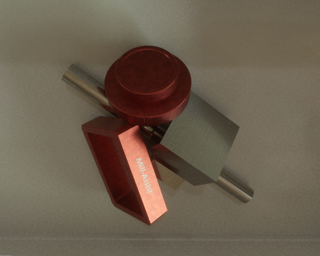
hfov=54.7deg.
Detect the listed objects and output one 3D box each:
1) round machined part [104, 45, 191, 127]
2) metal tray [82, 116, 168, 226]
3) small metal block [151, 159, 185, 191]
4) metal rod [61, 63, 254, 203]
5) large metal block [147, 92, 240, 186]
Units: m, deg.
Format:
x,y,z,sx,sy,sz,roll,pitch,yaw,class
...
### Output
x,y,z,sx,sy,sz,roll,pitch,yaw,class
-0.014,-0.054,0.349,0.099,0.098,0.042,-2,151,0,round machined part
-0.046,0.052,0.395,0.030,0.090,0.129,-31,113,-33,metal tray
0.008,0.049,0.414,0.050,0.050,0.025,36,106,-13,small metal block
0.006,0.014,0.415,0.301,0.025,0.025,35,106,-13,metal rod
0.039,0.014,0.381,0.080,0.050,0.080,35,63,-12,large metal block
